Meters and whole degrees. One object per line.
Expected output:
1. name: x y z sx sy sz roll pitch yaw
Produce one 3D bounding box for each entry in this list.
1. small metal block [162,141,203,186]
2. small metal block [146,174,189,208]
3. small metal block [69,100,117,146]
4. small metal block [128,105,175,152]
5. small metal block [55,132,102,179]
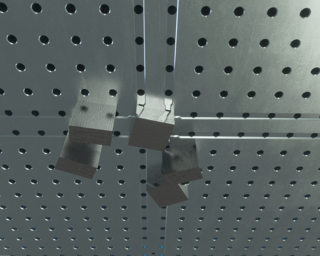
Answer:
1. small metal block: 0.031 0.050 0.438 0.050 0.050 0.025 -14 129 11
2. small metal block: 0.012 0.098 0.495 0.050 0.025 0.050 -20 128 15
3. small metal block: -0.083 -0.006 0.389 0.050 0.050 0.025 8 130 -7
4. small metal block: -0.012 0.001 0.413 0.050 0.025 0.050 11 129 -10
5. small metal block: -0.110 0.037 0.425 0.050 0.050 0.025 20 127 -17
